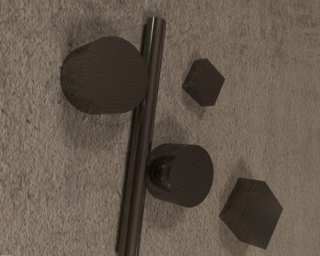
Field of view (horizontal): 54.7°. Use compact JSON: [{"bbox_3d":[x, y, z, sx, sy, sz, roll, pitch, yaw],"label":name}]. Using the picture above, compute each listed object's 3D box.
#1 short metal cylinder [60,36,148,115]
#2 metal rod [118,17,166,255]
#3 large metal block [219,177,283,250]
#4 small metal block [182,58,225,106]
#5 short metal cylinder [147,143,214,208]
[{"bbox_3d":[-0.060,-0.055,0.339,0.081,0.050,0.079,0,90,-40],"label":"short metal cylinder"},{"bbox_3d":[-0.021,0.009,0.388,0.025,0.025,0.298,11,83,-40],"label":"metal rod"},{"bbox_3d":[0.156,0.143,0.523,0.080,0.050,0.080,51,60,-28],"label":"large metal block"},{"bbox_3d":[0.066,-0.067,0.462,0.050,0.025,0.050,39,66,-34],"label":"small metal block"},{"bbox_3d":[0.026,0.061,0.412,0.081,0.050,0.079,0,90,-40],"label":"short metal cylinder"}]
